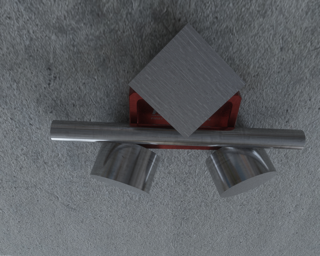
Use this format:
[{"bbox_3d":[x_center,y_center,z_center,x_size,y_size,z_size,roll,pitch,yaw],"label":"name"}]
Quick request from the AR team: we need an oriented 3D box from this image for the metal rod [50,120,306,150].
[{"bbox_3d":[0.023,0.009,0.377,0.302,0.025,0.025,2,130,-2],"label":"metal rod"}]

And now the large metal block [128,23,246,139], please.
[{"bbox_3d":[0.026,-0.050,0.322,0.080,0.050,0.080,43,102,-12],"label":"large metal block"}]

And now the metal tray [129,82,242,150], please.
[{"bbox_3d":[0.028,-0.015,0.394,0.131,0.030,0.089,1,130,-2],"label":"metal tray"}]

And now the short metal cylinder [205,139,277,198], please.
[{"bbox_3d":[0.108,0.054,0.418,0.081,0.050,0.080,-17,154,-8],"label":"short metal cylinder"}]

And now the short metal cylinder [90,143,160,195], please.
[{"bbox_3d":[-0.046,0.052,0.412,0.080,0.050,0.080,16,162,6],"label":"short metal cylinder"}]
